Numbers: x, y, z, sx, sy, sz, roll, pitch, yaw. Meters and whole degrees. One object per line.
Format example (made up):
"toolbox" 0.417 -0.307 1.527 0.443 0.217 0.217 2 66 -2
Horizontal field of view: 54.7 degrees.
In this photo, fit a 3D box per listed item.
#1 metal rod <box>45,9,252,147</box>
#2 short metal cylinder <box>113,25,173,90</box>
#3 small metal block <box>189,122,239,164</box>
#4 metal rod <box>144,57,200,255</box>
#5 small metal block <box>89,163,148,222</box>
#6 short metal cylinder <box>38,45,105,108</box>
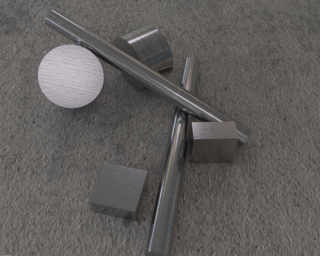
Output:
"metal rod" -0.018 -0.067 0.402 0.301 0.025 0.025 32 56 4
"short metal cylinder" -0.026 -0.103 0.454 0.050 0.080 0.080 -32 57 -24
"small metal block" 0.062 0.018 0.372 0.050 0.050 0.025 -1 50 -1
"metal rod" 0.024 0.011 0.393 0.025 0.025 0.300 8 50 6
"small metal block" -0.044 0.070 0.344 0.050 0.025 0.050 10 51 8
"short metal cylinder" -0.115 -0.066 0.415 0.081 0.050 0.079 0 92 -8
